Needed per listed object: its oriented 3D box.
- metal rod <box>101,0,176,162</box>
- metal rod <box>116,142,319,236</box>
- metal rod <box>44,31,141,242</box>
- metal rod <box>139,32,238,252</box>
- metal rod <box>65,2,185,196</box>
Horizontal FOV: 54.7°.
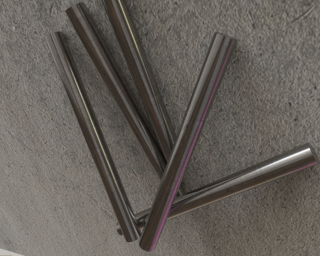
[{"bbox_3d":[-0.026,-0.077,0.372,0.025,0.025,0.299,-8,115,32],"label":"metal rod"},{"bbox_3d":[0.054,0.092,0.410,0.299,0.025,0.025,-30,102,30],"label":"metal rod"},{"bbox_3d":[-0.088,0.017,0.425,0.025,0.025,0.298,-15,99,34],"label":"metal rod"},{"bbox_3d":[0.025,0.035,0.375,0.025,0.025,0.298,24,115,13],"label":"metal rod"},{"bbox_3d":[-0.036,-0.018,0.414,0.025,0.025,0.299,-16,110,34],"label":"metal rod"}]
